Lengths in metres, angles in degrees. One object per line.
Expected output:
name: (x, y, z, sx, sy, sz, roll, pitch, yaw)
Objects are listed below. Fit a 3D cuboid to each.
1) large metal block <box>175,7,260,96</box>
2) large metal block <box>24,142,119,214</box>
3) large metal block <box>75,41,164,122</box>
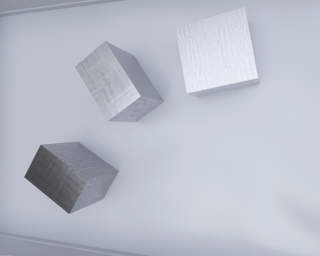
large metal block: (0.070, -0.086, 0.372, 0.080, 0.050, 0.080, -11, 87, 19)
large metal block: (-0.117, 0.063, 0.421, 0.080, 0.080, 0.050, 33, 101, 16)
large metal block: (-0.049, -0.055, 0.397, 0.050, 0.080, 0.080, -36, 79, 16)
